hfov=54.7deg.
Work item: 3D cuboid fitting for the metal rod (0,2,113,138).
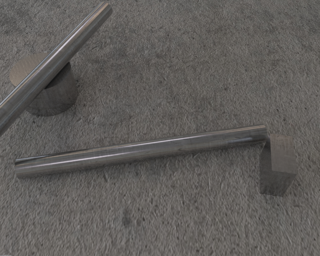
[{"bbox_3d":[-0.141,-0.084,0.408,0.025,0.025,0.301,16,52,13],"label":"metal rod"}]

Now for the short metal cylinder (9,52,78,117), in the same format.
[{"bbox_3d":[-0.161,-0.062,0.438,0.081,0.050,0.080,0,50,0],"label":"short metal cylinder"}]

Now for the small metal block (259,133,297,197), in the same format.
[{"bbox_3d":[0.132,0.043,0.352,0.025,0.050,0.050,8,51,7],"label":"small metal block"}]

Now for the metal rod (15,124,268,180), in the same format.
[{"bbox_3d":[-0.016,0.027,0.380,0.302,0.025,0.025,-8,51,-7],"label":"metal rod"}]
